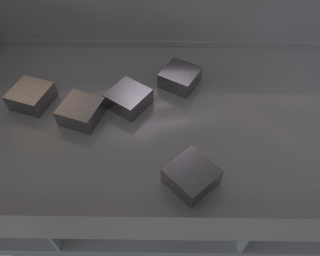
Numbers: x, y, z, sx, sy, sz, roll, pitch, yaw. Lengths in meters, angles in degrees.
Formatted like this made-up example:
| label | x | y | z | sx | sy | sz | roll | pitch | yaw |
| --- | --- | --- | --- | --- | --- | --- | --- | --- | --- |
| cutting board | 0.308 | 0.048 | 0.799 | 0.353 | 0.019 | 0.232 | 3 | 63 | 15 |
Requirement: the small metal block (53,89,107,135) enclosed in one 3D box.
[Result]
| label | x | y | z | sx | sy | sz | roll | pitch | yaw |
| --- | --- | --- | --- | --- | --- | --- | --- | --- | --- |
| small metal block | -0.107 | -0.023 | 0.423 | 0.050 | 0.025 | 0.050 | 16 | 52 | 13 |

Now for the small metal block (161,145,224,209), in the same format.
| label | x | y | z | sx | sy | sz | roll | pitch | yaw |
| --- | --- | --- | --- | --- | --- | --- | --- | --- | --- |
| small metal block | 0.036 | 0.056 | 0.358 | 0.050 | 0.025 | 0.050 | -35 | 58 | -26 |

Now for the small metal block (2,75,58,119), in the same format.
| label | x | y | z | sx | sy | sz | roll | pitch | yaw |
| --- | --- | --- | --- | --- | --- | --- | --- | --- | --- |
| small metal block | -0.183 | -0.045 | 0.442 | 0.050 | 0.025 | 0.050 | 15 | 52 | 12 |

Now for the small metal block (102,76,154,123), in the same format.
| label | x | y | z | sx | sy | sz | roll | pitch | yaw |
| --- | --- | --- | --- | --- | --- | --- | --- | --- | --- |
| small metal block | -0.045 | -0.042 | 0.440 | 0.050 | 0.025 | 0.050 | 29 | 56 | 22 |

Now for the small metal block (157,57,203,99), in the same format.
| label | x | y | z | sx | sy | sz | roll | pitch | yaw |
| --- | --- | --- | --- | --- | --- | --- | --- | --- | --- |
| small metal block | 0.030 | -0.077 | 0.470 | 0.050 | 0.025 | 0.050 | 24 | 54 | 19 |
